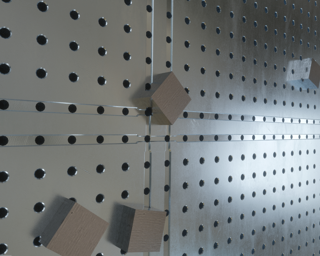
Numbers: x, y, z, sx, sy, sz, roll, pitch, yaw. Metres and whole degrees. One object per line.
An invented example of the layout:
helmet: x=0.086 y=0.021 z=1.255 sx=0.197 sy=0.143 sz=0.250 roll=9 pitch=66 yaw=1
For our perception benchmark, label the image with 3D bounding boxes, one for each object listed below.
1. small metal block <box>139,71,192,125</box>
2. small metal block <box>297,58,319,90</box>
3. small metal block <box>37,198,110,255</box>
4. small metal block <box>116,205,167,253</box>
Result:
small metal block: x=0.008 y=-0.039 z=0.415 sx=0.050 sy=0.025 sz=0.050 roll=52 pitch=60 yaw=-27
small metal block: x=0.330 y=-0.119 z=0.683 sx=0.050 sy=0.025 sz=0.050 roll=26 pitch=74 yaw=-37
small metal block: x=-0.091 y=0.111 z=0.332 sx=0.050 sy=0.025 sz=0.050 roll=45 pitch=63 yaw=-31
small metal block: x=-0.023 y=0.126 z=0.390 sx=0.050 sy=0.025 sz=0.050 roll=17 pitch=79 yaw=-39
